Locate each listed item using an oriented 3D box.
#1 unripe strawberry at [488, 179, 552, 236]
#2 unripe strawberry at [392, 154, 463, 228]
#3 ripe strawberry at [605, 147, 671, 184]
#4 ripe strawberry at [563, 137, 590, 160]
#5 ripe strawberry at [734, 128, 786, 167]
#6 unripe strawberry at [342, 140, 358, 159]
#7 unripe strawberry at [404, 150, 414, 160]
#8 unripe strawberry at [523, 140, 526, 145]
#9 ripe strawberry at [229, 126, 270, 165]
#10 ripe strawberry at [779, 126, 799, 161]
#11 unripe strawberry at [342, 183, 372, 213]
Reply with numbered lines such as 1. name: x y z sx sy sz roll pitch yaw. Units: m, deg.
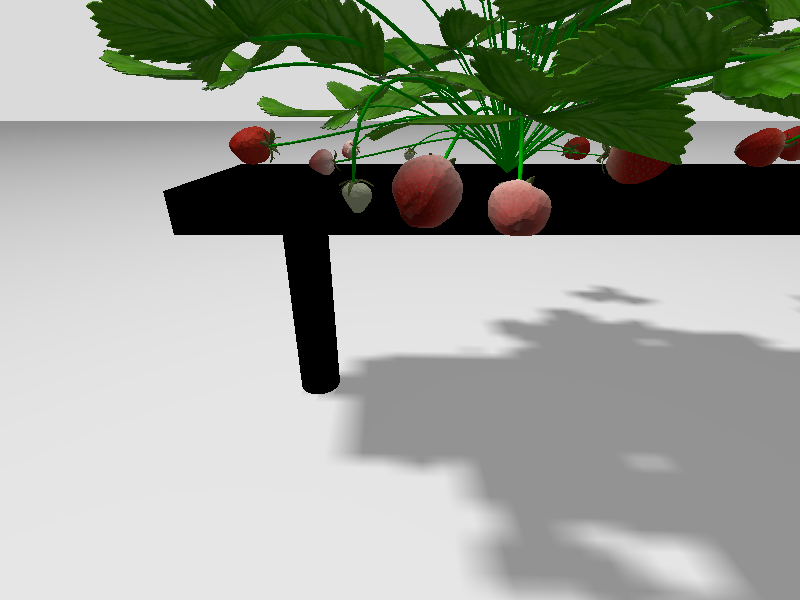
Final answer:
1. unripe strawberry: 0.047 -0.035 0.159 0.025 0.021 0.025 6 41 11
2. unripe strawberry: 0.010 -0.044 0.170 0.030 0.032 0.033 11 43 22
3. ripe strawberry: 0.173 -0.104 0.286 0.043 0.043 0.040 14 29 26
4. ripe strawberry: 0.181 -0.155 0.407 0.026 0.022 0.026 -21 33 -38
5. ripe strawberry: 0.328 -0.139 0.367 0.035 0.034 0.032 2 25 11
6. unripe strawberry: -0.052 -0.156 0.417 0.017 0.018 0.016 -17 11 40
7. unripe strawberry: 0.009 -0.150 0.414 0.011 0.010 0.011 -22 -20 -38
8. unripe strawberry: 0.155 -0.201 0.513 0.011 0.010 0.010 8 27 16
9. ripe strawberry: -0.138 -0.143 0.370 0.038 0.033 0.038 4 26 10
10. ripe strawberry: 0.410 -0.164 0.419 0.035 0.035 0.033 18 31 34
11. unripe strawberry: -0.022 -0.053 0.206 0.015 0.015 0.013 19 31 34
